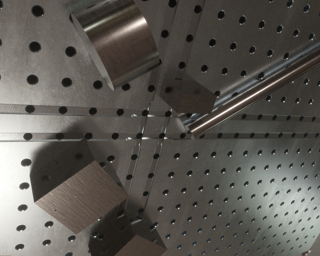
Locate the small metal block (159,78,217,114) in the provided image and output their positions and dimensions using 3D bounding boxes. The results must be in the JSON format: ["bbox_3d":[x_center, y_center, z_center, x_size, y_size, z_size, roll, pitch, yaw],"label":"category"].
[{"bbox_3d":[0.034,-0.040,0.391,0.050,0.050,0.025,0,118,-29],"label":"small metal block"}]

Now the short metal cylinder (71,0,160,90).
[{"bbox_3d":[-0.043,-0.084,0.301,0.050,0.080,0.080,-30,129,-9],"label":"short metal cylinder"}]

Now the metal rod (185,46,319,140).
[{"bbox_3d":[0.170,-0.068,0.464,0.301,0.025,0.025,-30,129,-10],"label":"metal rod"}]

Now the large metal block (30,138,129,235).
[{"bbox_3d":[-0.099,0.073,0.387,0.080,0.050,0.080,-36,129,-5],"label":"large metal block"}]

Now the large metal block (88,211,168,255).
[{"bbox_3d":[-0.050,0.188,0.486,0.080,0.050,0.080,-45,130,3],"label":"large metal block"}]
